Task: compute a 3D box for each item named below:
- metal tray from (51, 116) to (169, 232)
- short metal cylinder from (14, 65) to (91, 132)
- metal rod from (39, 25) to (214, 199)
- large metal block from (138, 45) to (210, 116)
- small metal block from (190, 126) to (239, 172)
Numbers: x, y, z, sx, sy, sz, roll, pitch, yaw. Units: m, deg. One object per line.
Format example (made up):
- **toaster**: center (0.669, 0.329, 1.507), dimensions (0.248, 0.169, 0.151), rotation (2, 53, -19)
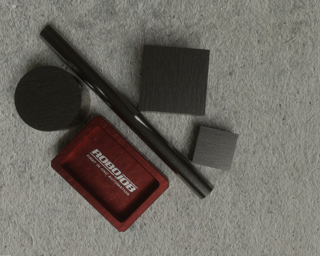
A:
- **metal tray**: center (-0.064, 0.058, 0.408), dimensions (0.130, 0.030, 0.090), rotation (44, 90, -1)
- **short metal cylinder**: center (-0.135, -0.036, 0.397), dimensions (0.081, 0.050, 0.079), rotation (0, 90, -1)
- **metal rod**: center (-0.043, -0.021, 0.410), dimensions (0.025, 0.025, 0.300), rotation (-45, 91, 0)
- **large metal block**: center (0.017, -0.058, 0.399), dimensions (0.081, 0.050, 0.079), rotation (4, 90, -1)
- **small metal block**: center (0.072, 0.027, 0.413), dimensions (0.050, 0.025, 0.050), rotation (13, 90, -1)
